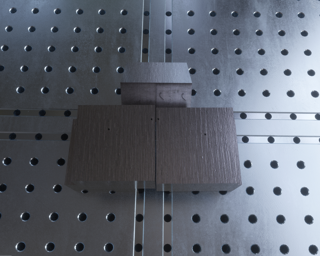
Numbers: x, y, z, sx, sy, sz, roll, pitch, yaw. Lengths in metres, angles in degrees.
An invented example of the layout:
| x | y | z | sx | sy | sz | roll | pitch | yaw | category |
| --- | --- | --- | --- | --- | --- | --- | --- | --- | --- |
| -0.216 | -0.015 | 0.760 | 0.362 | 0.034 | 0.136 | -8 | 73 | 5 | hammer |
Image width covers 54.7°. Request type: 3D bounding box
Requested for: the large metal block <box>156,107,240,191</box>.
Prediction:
| x | y | z | sx | sy | sz | roll | pitch | yaw | category |
| --- | --- | --- | --- | --- | --- | --- | --- | --- | --- |
| 0.036 | 0.024 | 0.335 | 0.081 | 0.050 | 0.080 | 0 | 70 | -1 | large metal block |

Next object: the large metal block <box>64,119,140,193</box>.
| x | y | z | sx | sy | sz | roll | pitch | yaw | category |
| --- | --- | --- | --- | --- | --- | --- | --- | --- | --- |
| -0.066 | 0.036 | 0.385 | 0.081 | 0.050 | 0.080 | 1 | 70 | 0 | large metal block |

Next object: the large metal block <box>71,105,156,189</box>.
| x | y | z | sx | sy | sz | roll | pitch | yaw | category |
| --- | --- | --- | --- | --- | --- | --- | --- | --- | --- |
| -0.045 | 0.022 | 0.334 | 0.081 | 0.050 | 0.080 | 0 | 70 | -1 | large metal block |

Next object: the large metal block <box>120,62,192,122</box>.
| x | y | z | sx | sy | sz | roll | pitch | yaw | category |
| --- | --- | --- | --- | --- | --- | --- | --- | --- | --- |
| -0.004 | -0.048 | 0.394 | 0.081 | 0.050 | 0.080 | 0 | 28 | -1 | large metal block |

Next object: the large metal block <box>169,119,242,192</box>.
| x | y | z | sx | sy | sz | roll | pitch | yaw | category |
| --- | --- | --- | --- | --- | --- | --- | --- | --- | --- |
| 0.051 | 0.036 | 0.385 | 0.081 | 0.050 | 0.080 | -1 | 70 | -1 | large metal block |
